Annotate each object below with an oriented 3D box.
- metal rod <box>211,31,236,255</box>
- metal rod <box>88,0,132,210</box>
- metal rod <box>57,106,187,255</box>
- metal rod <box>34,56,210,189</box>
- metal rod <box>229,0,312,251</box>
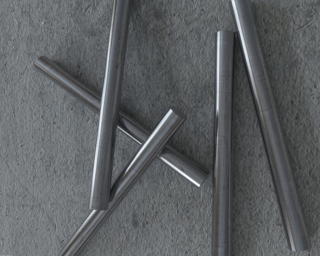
[{"bbox_3d":[0.078,0.033,0.381,0.025,0.025,0.298,1,90,20],"label":"metal rod"},{"bbox_3d":[-0.064,-0.046,0.408,0.025,0.025,0.298,3,82,20],"label":"metal rod"},{"bbox_3d":[-0.064,0.094,0.414,0.025,0.025,0.299,43,109,15],"label":"metal rod"},{"bbox_3d":[-0.063,-0.016,0.431,0.300,0.025,0.025,35,101,16],"label":"metal rod"},{"bbox_3d":[0.127,-0.010,0.363,0.025,0.025,0.298,-14,85,19],"label":"metal rod"}]
